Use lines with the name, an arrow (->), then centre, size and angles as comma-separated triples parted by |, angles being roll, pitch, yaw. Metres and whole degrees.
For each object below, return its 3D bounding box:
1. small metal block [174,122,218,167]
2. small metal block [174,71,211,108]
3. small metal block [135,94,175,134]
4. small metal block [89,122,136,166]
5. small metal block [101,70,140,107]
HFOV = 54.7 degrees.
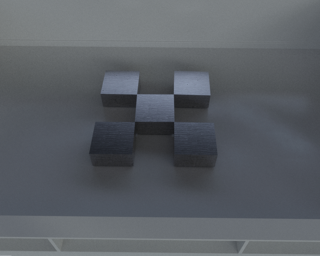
small metal block -> 0.043, 0.020, 0.385 | 0.050, 0.025, 0.050 | 1, 50, 1
small metal block -> 0.045, -0.057, 0.450 | 0.050, 0.025, 0.050 | 2, 50, 1
small metal block -> -0.006, -0.019, 0.418 | 0.050, 0.025, 0.050 | 0, 50, 0
small metal block -> -0.057, 0.019, 0.386 | 0.050, 0.025, 0.050 | 1, 50, 0
small metal block -> -0.056, -0.058, 0.450 | 0.050, 0.025, 0.050 | 1, 50, 1
